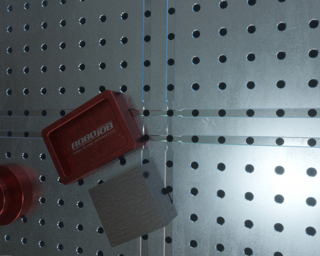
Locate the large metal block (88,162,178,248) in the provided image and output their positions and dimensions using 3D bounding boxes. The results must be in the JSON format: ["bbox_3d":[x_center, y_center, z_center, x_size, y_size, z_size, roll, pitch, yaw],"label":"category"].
[{"bbox_3d":[-0.035,0.099,0.412,0.080,0.050,0.080,-27,81,18],"label":"large metal block"}]

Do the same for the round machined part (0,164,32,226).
[{"bbox_3d":[-0.258,0.108,0.495,0.098,0.042,0.097,0,90,20],"label":"round machined part"}]

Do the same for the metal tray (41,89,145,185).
[{"bbox_3d":[-0.098,0.015,0.444,0.130,0.030,0.090,-29,81,17],"label":"metal tray"}]
